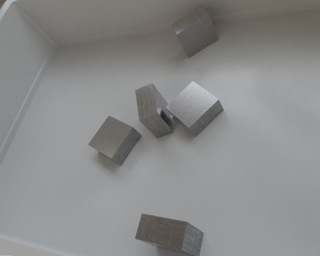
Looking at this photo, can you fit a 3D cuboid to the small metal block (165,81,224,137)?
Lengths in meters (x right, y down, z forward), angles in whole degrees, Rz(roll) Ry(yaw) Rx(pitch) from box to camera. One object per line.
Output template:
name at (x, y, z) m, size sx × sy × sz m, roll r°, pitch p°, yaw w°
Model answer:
small metal block at (0.044, -0.025, 0.398) m, size 0.050 × 0.025 × 0.050 m, roll -44°, pitch 51°, yaw -2°

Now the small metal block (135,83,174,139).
small metal block at (-0.007, -0.022, 0.407) m, size 0.025 × 0.050 × 0.050 m, roll -21°, pitch 54°, yaw 16°

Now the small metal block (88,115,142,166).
small metal block at (-0.062, 0.017, 0.428) m, size 0.050 × 0.025 × 0.050 m, roll 24°, pitch 75°, yaw 36°

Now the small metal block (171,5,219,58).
small metal block at (0.051, -0.138, 0.448) m, size 0.050 × 0.050 × 0.025 m, roll -31°, pitch 52°, yaw 8°

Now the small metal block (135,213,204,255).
small metal block at (0.011, 0.110, 0.316) m, size 0.050 × 0.050 × 0.025 m, roll 2°, pitch 63°, yaw 29°
